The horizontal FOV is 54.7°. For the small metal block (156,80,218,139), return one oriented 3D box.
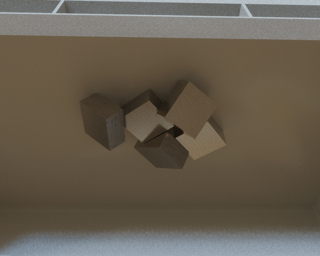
[{"bbox_3d":[0.033,-0.023,0.373,0.050,0.025,0.050,36,86,-27],"label":"small metal block"}]

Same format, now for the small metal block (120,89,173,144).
[{"bbox_3d":[-0.017,-0.014,0.395,0.050,0.025,0.050,-30,124,23],"label":"small metal block"}]

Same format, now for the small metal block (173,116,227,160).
[{"bbox_3d":[0.053,0.010,0.416,0.050,0.025,0.050,-29,125,22],"label":"small metal block"}]

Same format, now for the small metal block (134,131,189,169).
[{"bbox_3d":[0.002,0.031,0.418,0.050,0.025,0.050,-4,139,46],"label":"small metal block"}]

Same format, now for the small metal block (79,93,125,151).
[{"bbox_3d":[-0.070,-0.008,0.381,0.050,0.025,0.050,31,138,31],"label":"small metal block"}]
